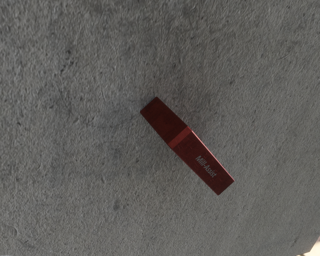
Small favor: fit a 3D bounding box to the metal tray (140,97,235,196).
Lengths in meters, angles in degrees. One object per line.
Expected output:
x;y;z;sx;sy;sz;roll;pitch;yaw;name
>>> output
0.036;0.025;0.403;0.030;0.090;0.130;-43;130;1;metal tray
